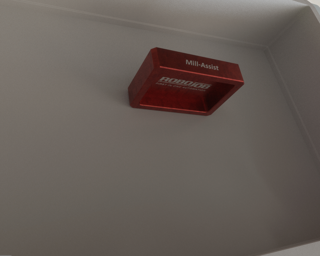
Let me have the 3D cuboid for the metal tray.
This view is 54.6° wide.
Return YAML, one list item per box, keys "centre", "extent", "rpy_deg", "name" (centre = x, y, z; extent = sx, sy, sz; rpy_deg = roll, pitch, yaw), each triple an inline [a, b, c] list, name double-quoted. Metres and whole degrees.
- centre: [0.033, -0.056, 0.415]
  extent: [0.131, 0.090, 0.030]
  rpy_deg: [5, 60, -26]
  name: "metal tray"
